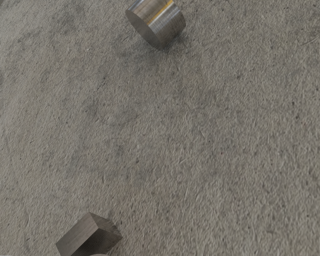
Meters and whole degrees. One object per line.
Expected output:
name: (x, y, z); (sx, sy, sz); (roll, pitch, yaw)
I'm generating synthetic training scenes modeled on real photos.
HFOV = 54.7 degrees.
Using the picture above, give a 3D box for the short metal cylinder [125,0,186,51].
short metal cylinder: (-0.007, -0.166, 0.474); (0.050, 0.080, 0.080); (-45, 51, -3)

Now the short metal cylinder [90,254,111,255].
short metal cylinder: (-0.052, 0.172, 0.310); (0.080, 0.050, 0.080); (-13, 56, 21)

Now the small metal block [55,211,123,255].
small metal block: (-0.079, 0.128, 0.351); (0.050, 0.050, 0.025); (-45, 51, -3)
